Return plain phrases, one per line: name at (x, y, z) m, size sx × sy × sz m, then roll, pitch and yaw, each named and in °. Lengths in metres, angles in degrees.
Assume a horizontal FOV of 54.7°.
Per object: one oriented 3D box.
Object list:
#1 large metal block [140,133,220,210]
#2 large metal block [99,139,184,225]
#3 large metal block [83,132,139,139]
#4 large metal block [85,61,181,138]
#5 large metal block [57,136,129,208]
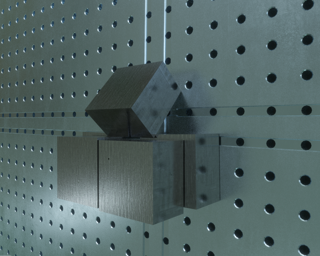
large metal block at (0.023, 0.047, 0.372) m, size 0.080 × 0.050 × 0.079 m, roll -1°, pitch 89°, yaw 39°
large metal block at (-0.022, 0.053, 0.341) m, size 0.080 × 0.050 × 0.079 m, roll 0°, pitch 90°, yaw 39°
large metal block at (-0.067, 0.046, 0.446) m, size 0.080 × 0.050 × 0.079 m, roll 2°, pitch 91°, yaw 39°
large metal block at (-0.033, -0.035, 0.391) m, size 0.080 × 0.050 × 0.080 m, roll 1°, pitch 48°, yaw 39°
large metal block at (-0.085, 0.050, 0.392) m, size 0.080 × 0.050 × 0.079 m, roll 0°, pitch 90°, yaw 39°
